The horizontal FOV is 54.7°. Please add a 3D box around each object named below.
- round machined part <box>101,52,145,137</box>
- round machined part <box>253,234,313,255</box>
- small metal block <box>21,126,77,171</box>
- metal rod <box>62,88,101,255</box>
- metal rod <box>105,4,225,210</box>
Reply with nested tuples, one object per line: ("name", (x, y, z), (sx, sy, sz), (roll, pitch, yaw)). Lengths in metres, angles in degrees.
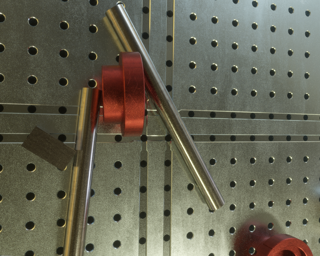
("round machined part", (-0.045, -0.038, 0.358), (0.042, 0.098, 0.097), (-2, 91, -11))
("round machined part", (0.181, 0.209, 0.470), (0.099, 0.042, 0.097), (0, 90, -20))
("small metal block", (-0.126, 0.022, 0.353), (0.050, 0.050, 0.025), (36, 79, -17))
("metal rod", (-0.099, 0.101, 0.376), (0.025, 0.025, 0.298), (7, 88, -20))
("metal rod", (0.012, -0.020, 0.416), (0.025, 0.025, 0.299), (-31, 100, -17))
